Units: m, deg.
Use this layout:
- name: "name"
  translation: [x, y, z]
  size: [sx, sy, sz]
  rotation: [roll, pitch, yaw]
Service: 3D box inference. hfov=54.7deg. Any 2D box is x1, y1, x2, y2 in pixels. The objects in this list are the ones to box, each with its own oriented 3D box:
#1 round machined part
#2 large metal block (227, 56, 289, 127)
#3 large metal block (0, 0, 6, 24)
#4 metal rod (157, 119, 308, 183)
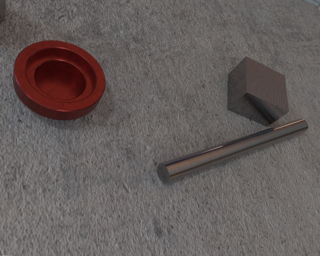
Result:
- name: "round machined part"
  translation: [-0.117, -0.051, 0.362]
  size: [0.099, 0.042, 0.098]
  rotation: [14, 56, -21]
- name: "large metal block"
  translation: [0.161, -0.060, 0.513]
  size: [0.080, 0.050, 0.080]
  rotation: [21, 54, -16]
- name: "large metal block"
  translation: [-0.224, -0.157, 0.344]
  size: [0.080, 0.080, 0.050]
  rotation: [29, 52, -11]
- name: "metal rod"
  translation: [0.126, 0.025, 0.458]
  size: [0.303, 0.025, 0.025]
  rotation: [-14, 69, -34]
